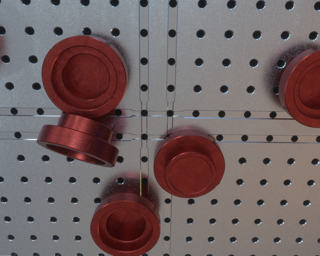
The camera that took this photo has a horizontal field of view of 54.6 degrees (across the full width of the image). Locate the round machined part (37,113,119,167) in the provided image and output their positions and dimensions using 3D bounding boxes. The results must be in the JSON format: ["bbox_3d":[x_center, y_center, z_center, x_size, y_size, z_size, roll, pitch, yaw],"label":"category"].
[{"bbox_3d":[-0.098,0.014,0.389,0.098,0.098,0.042,18,74,-7],"label":"round machined part"}]

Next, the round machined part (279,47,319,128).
[{"bbox_3d":[0.197,-0.052,0.386,0.099,0.042,0.097,0,110,0],"label":"round machined part"}]

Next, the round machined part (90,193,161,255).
[{"bbox_3d":[-0.048,0.137,0.454,0.099,0.042,0.097,0,110,-1],"label":"round machined part"}]

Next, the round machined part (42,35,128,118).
[{"bbox_3d":[-0.088,-0.064,0.380,0.099,0.042,0.097,0,110,0],"label":"round machined part"}]

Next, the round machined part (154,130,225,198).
[{"bbox_3d":[0.040,0.055,0.425,0.099,0.042,0.097,0,110,0],"label":"round machined part"}]
